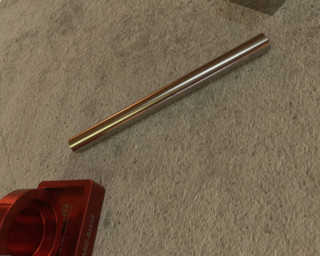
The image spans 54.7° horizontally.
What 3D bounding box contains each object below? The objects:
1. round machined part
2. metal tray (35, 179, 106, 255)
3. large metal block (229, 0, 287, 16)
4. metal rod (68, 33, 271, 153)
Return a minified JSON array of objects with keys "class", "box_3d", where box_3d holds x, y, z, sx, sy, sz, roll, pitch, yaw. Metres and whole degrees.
[{"class":"round machined part","box_3d":[-0.158,0.117,0.347,0.042,0.098,0.098,-4,60,20]},{"class":"metal tray","box_3d":[-0.125,0.131,0.383,0.090,0.030,0.130,-6,59,24]},{"class":"large metal block","box_3d":[0.150,-0.217,0.442,0.080,0.050,0.080,-46,52,-5]},{"class":"metal rod","box_3d":[0.006,-0.043,0.425,0.301,0.025,0.025,-28,53,10]}]
